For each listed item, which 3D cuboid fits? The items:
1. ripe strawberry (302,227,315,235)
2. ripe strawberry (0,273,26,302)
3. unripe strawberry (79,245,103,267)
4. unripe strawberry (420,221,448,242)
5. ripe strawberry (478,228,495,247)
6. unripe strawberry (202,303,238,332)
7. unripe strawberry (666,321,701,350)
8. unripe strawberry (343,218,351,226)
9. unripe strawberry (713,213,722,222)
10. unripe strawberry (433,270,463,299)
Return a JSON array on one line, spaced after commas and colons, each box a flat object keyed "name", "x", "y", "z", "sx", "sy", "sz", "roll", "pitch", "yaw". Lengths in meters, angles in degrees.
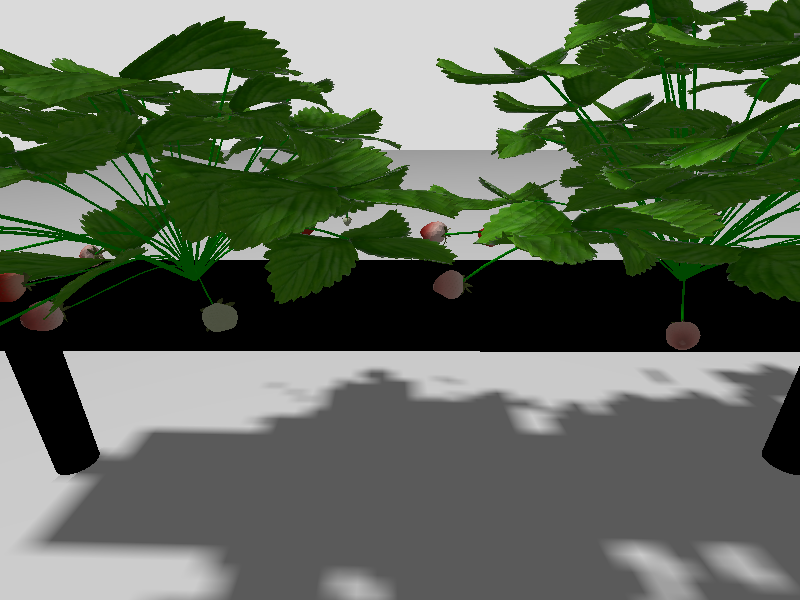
[{"name": "ripe strawberry", "x": -0.129, "y": -0.102, "z": 0.529, "sx": 0.039, "sy": 0.033, "sz": 0.039, "roll": 7, "pitch": 23, "yaw": 17}, {"name": "ripe strawberry", "x": -0.317, "y": -0.011, "z": 0.320, "sx": 0.027, "sy": 0.023, "sz": 0.027, "roll": -9, "pitch": 24, "yaw": -20}, {"name": "unripe strawberry", "x": -0.315, "y": -0.044, "z": 0.407, "sx": 0.021, "sy": 0.022, "sz": 0.019, "roll": -9, "pitch": 18, "yaw": 23}, {"name": "unripe strawberry", "x": 0.041, "y": -0.082, "z": 0.489, "sx": 0.032, "sy": 0.027, "sz": 0.032, "roll": 12, "pitch": 25, "yaw": 29}, {"name": "ripe strawberry", "x": 0.107, "y": -0.078, "z": 0.487, "sx": 0.027, "sy": 0.027, "sz": 0.025, "roll": 17, "pitch": 28, "yaw": 37}, {"name": "unripe strawberry", "x": -0.121, "y": 0.012, "z": 0.270, "sx": 0.022, "sy": 0.019, "sz": 0.022, "roll": -14, "pitch": 27, "yaw": -31}, {"name": "unripe strawberry", "x": 0.175, "y": 0.023, "z": 0.248, "sx": 0.018, "sy": 0.019, "sz": 0.019, "roll": 14, "pitch": 27, "yaw": 31}, {"name": "unripe strawberry", "x": -0.072, "y": -0.107, "z": 0.545, "sx": 0.011, "sy": 0.011, "sz": 0.010, "roll": 13, "pitch": 26, "yaw": 29}, {"name": "unripe strawberry", "x": 0.414, "y": -0.105, "z": 0.542, "sx": 0.034, "sy": 0.031, "sz": 0.031, "roll": 17, "pitch": 5, "yaw": 35}, {"name": "unripe strawberry", "x": 0.039, "y": -0.012, "z": 0.328, "sx": 0.025, "sy": 0.024, "sz": 0.023, "roll": -6, "pitch": 23, "yaw": -9}]
